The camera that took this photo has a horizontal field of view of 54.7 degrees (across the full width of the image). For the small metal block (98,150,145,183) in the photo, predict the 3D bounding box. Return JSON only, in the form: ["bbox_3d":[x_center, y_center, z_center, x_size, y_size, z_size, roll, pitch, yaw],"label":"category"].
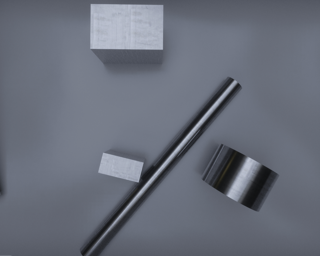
[{"bbox_3d":[-0.047,0.048,0.398,0.050,0.050,0.025,14,90,-1],"label":"small metal block"}]

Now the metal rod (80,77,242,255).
[{"bbox_3d":[0.002,0.054,0.411,0.025,0.025,0.300,41,90,-1],"label":"metal rod"}]

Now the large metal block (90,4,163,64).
[{"bbox_3d":[-0.037,-0.112,0.383,0.081,0.080,0.050,0,90,-1],"label":"large metal block"}]

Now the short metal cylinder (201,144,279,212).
[{"bbox_3d":[0.098,0.060,0.385,0.080,0.080,0.050,29,90,-1],"label":"short metal cylinder"}]
